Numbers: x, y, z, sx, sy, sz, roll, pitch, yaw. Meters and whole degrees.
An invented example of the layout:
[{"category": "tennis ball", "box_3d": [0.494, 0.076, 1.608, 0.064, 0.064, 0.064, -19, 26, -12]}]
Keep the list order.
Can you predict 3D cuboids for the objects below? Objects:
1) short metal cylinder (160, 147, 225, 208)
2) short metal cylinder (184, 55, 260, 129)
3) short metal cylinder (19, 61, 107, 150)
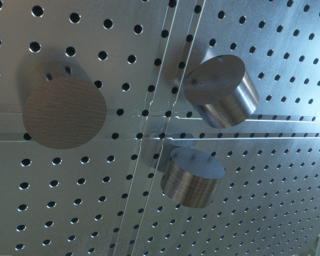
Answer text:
[{"category": "short metal cylinder", "box_3d": [0.046, 0.069, 0.446, 0.081, 0.080, 0.050, 4, 116, -31]}, {"category": "short metal cylinder", "box_3d": [0.078, -0.046, 0.392, 0.080, 0.080, 0.050, -43, 130, 1]}, {"category": "short metal cylinder", "box_3d": [-0.102, -0.024, 0.325, 0.081, 0.050, 0.079, -14, 125, -21]}]
